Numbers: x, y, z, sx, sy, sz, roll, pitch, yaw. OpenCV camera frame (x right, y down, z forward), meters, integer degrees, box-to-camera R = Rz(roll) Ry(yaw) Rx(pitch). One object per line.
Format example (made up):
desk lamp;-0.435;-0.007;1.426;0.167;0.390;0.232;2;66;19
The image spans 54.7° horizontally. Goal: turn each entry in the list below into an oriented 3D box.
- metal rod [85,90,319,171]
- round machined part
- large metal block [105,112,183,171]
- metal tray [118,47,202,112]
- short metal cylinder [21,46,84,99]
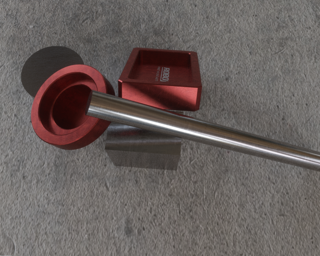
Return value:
metal rod;0.070;0.010;0.344;0.302;0.025;0.025;14;69;-21
round machined part;-0.095;-0.021;0.360;0.098;0.042;0.098;-7;68;18
large metal block;-0.017;0.016;0.374;0.081;0.080;0.050;4;70;1
metal tray;0.003;-0.066;0.391;0.091;0.030;0.130;4;31;1
short metal cylinder;-0.136;-0.062;0.417;0.081;0.050;0.080;0;70;0
